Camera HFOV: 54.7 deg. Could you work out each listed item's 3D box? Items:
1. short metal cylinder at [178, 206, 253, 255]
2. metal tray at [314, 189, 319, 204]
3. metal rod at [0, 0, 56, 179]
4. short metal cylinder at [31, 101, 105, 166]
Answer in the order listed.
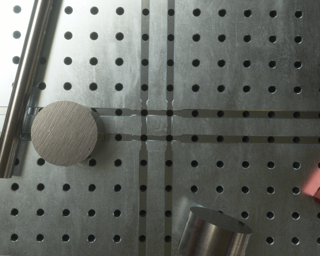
[{"bbox_3d":[0.068,0.138,0.386,0.080,0.080,0.050,18,90,0],"label":"short metal cylinder"},{"bbox_3d":[0.284,0.071,0.412,0.090,0.030,0.130,35,90,0],"label":"metal tray"},{"bbox_3d":[-0.175,-0.081,0.411,0.025,0.025,0.298,14,90,0],"label":"metal rod"},{"bbox_3d":[-0.116,0.007,0.400,0.081,0.050,0.080,0,90,0],"label":"short metal cylinder"}]
